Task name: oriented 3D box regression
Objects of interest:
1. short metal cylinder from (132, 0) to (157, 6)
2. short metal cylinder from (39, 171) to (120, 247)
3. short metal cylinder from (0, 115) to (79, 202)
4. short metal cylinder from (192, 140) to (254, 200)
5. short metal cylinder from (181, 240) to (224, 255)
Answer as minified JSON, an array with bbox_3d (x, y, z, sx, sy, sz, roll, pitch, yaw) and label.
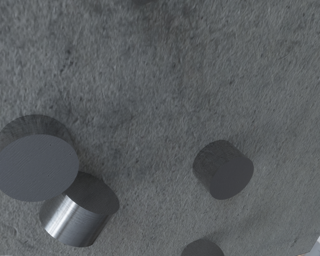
[{"bbox_3d":[-0.007,-0.156,0.272,0.050,0.080,0.080,-25,128,-13],"label":"short metal cylinder"},{"bbox_3d":[-0.097,0.097,0.379,0.080,0.080,0.050,25,105,-37],"label":"short metal cylinder"},{"bbox_3d":[-0.133,0.032,0.334,0.081,0.050,0.079,-11,119,-21],"label":"short metal cylinder"},{"bbox_3d":[0.099,0.066,0.488,0.081,0.050,0.079,-14,125,-21],"label":"short metal cylinder"},{"bbox_3d":[0.081,0.259,0.579,0.081,0.080,0.050,-21,127,-16],"label":"short metal cylinder"}]
